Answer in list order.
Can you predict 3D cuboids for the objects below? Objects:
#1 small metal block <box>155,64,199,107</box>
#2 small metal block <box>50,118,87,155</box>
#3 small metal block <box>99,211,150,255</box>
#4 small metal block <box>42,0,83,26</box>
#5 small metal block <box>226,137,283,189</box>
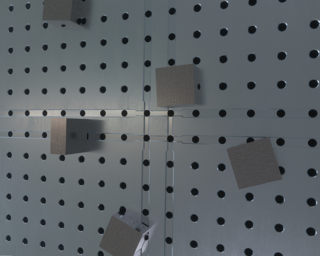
[{"bbox_3d":[0.023,-0.054,0.405,0.050,0.025,0.050,-3,89,20],"label":"small metal block"},{"bbox_3d":[-0.130,0.011,0.446,0.025,0.050,0.050,2,91,20],"label":"small metal block"},{"bbox_3d":[-0.049,0.152,0.431,0.050,0.025,0.050,26,98,18],"label":"small metal block"},{"bbox_3d":[-0.145,-0.182,0.465,0.050,0.025,0.050,8,93,20],"label":"small metal block"},{"bbox_3d":[0.113,0.042,0.373,0.050,0.025,0.050,-18,84,19],"label":"small metal block"}]
